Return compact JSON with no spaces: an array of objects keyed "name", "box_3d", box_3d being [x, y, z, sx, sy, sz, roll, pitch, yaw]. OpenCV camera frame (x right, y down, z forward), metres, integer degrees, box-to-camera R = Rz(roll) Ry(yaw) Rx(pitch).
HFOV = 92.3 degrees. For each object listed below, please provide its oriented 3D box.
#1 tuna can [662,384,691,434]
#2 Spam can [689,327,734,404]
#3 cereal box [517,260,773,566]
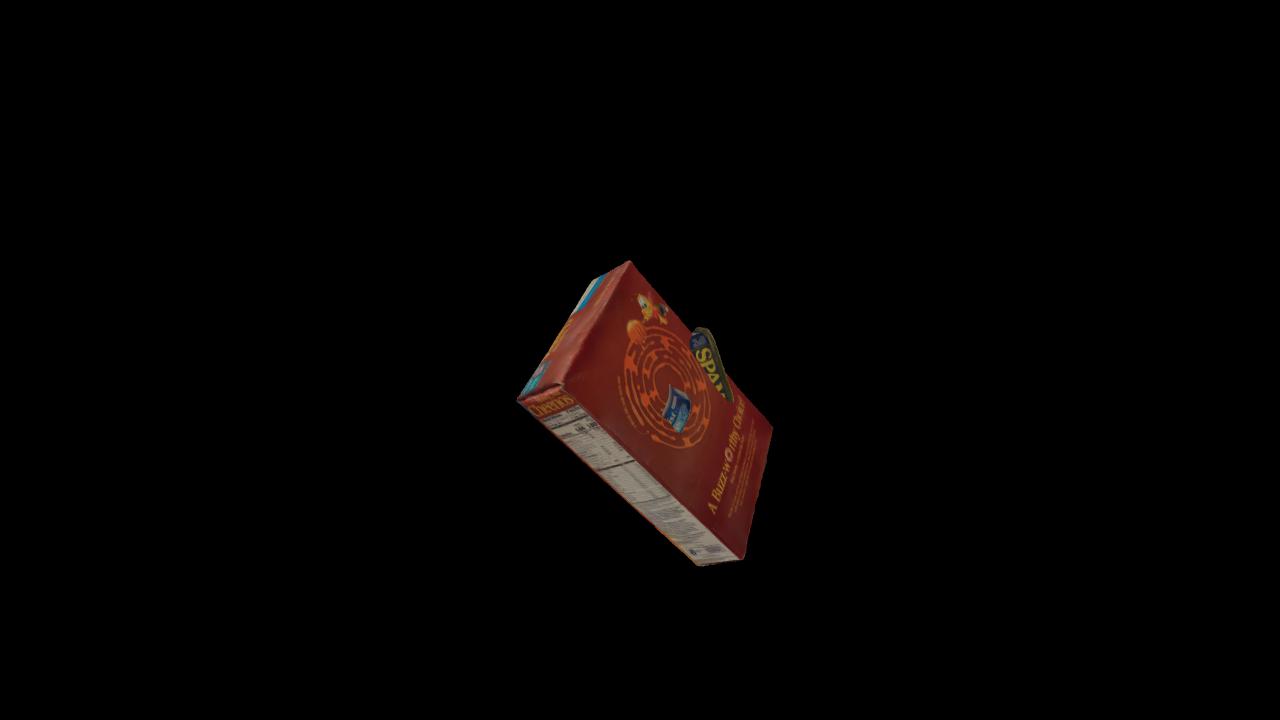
[{"name":"tuna can","box_3d":[0.018,0.064,0.685,0.034,0.084,0.084,34,-14,-22]},{"name":"Spam can","box_3d":[0.055,0.022,0.747,0.085,0.101,0.058,-22,10,-13]},{"name":"cereal box","box_3d":[0.026,0.063,0.704,0.081,0.203,0.306,-24,-60,40]}]
